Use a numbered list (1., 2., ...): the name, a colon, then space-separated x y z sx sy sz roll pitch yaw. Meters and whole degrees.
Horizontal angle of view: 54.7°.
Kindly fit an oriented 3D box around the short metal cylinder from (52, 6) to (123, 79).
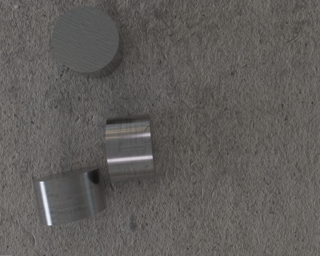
1. short metal cylinder: -0.089 -0.107 0.397 0.081 0.050 0.080 0 90 0

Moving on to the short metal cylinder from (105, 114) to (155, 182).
1. short metal cylinder: -0.034 0.024 0.382 0.050 0.080 0.080 -5 90 0

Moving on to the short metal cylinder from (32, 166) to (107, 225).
1. short metal cylinder: -0.110 0.081 0.382 0.080 0.080 0.050 -11 90 0
